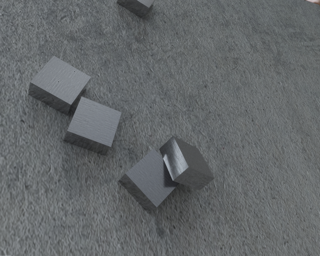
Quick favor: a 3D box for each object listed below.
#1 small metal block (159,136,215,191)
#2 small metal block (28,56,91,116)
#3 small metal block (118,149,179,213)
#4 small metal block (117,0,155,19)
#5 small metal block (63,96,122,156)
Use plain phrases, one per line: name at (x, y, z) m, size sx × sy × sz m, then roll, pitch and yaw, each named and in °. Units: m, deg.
small metal block at (0.032, 0.043, 0.373) m, size 0.050 × 0.025 × 0.050 m, roll 27°, pitch 26°, yaw -40°
small metal block at (-0.119, -0.051, 0.370) m, size 0.050 × 0.025 × 0.050 m, roll 30°, pitch 52°, yaw -9°
small metal block at (-0.011, 0.061, 0.361) m, size 0.050 × 0.025 × 0.050 m, roll 47°, pitch 51°, yaw 4°
small metal block at (-0.036, -0.217, 0.516) m, size 0.050 × 0.025 × 0.050 m, roll 30°, pitch 52°, yaw -9°
small metal block at (-0.078, -0.002, 0.363) m, size 0.050 × 0.025 × 0.050 m, roll 22°, pitch 53°, yaw -15°
